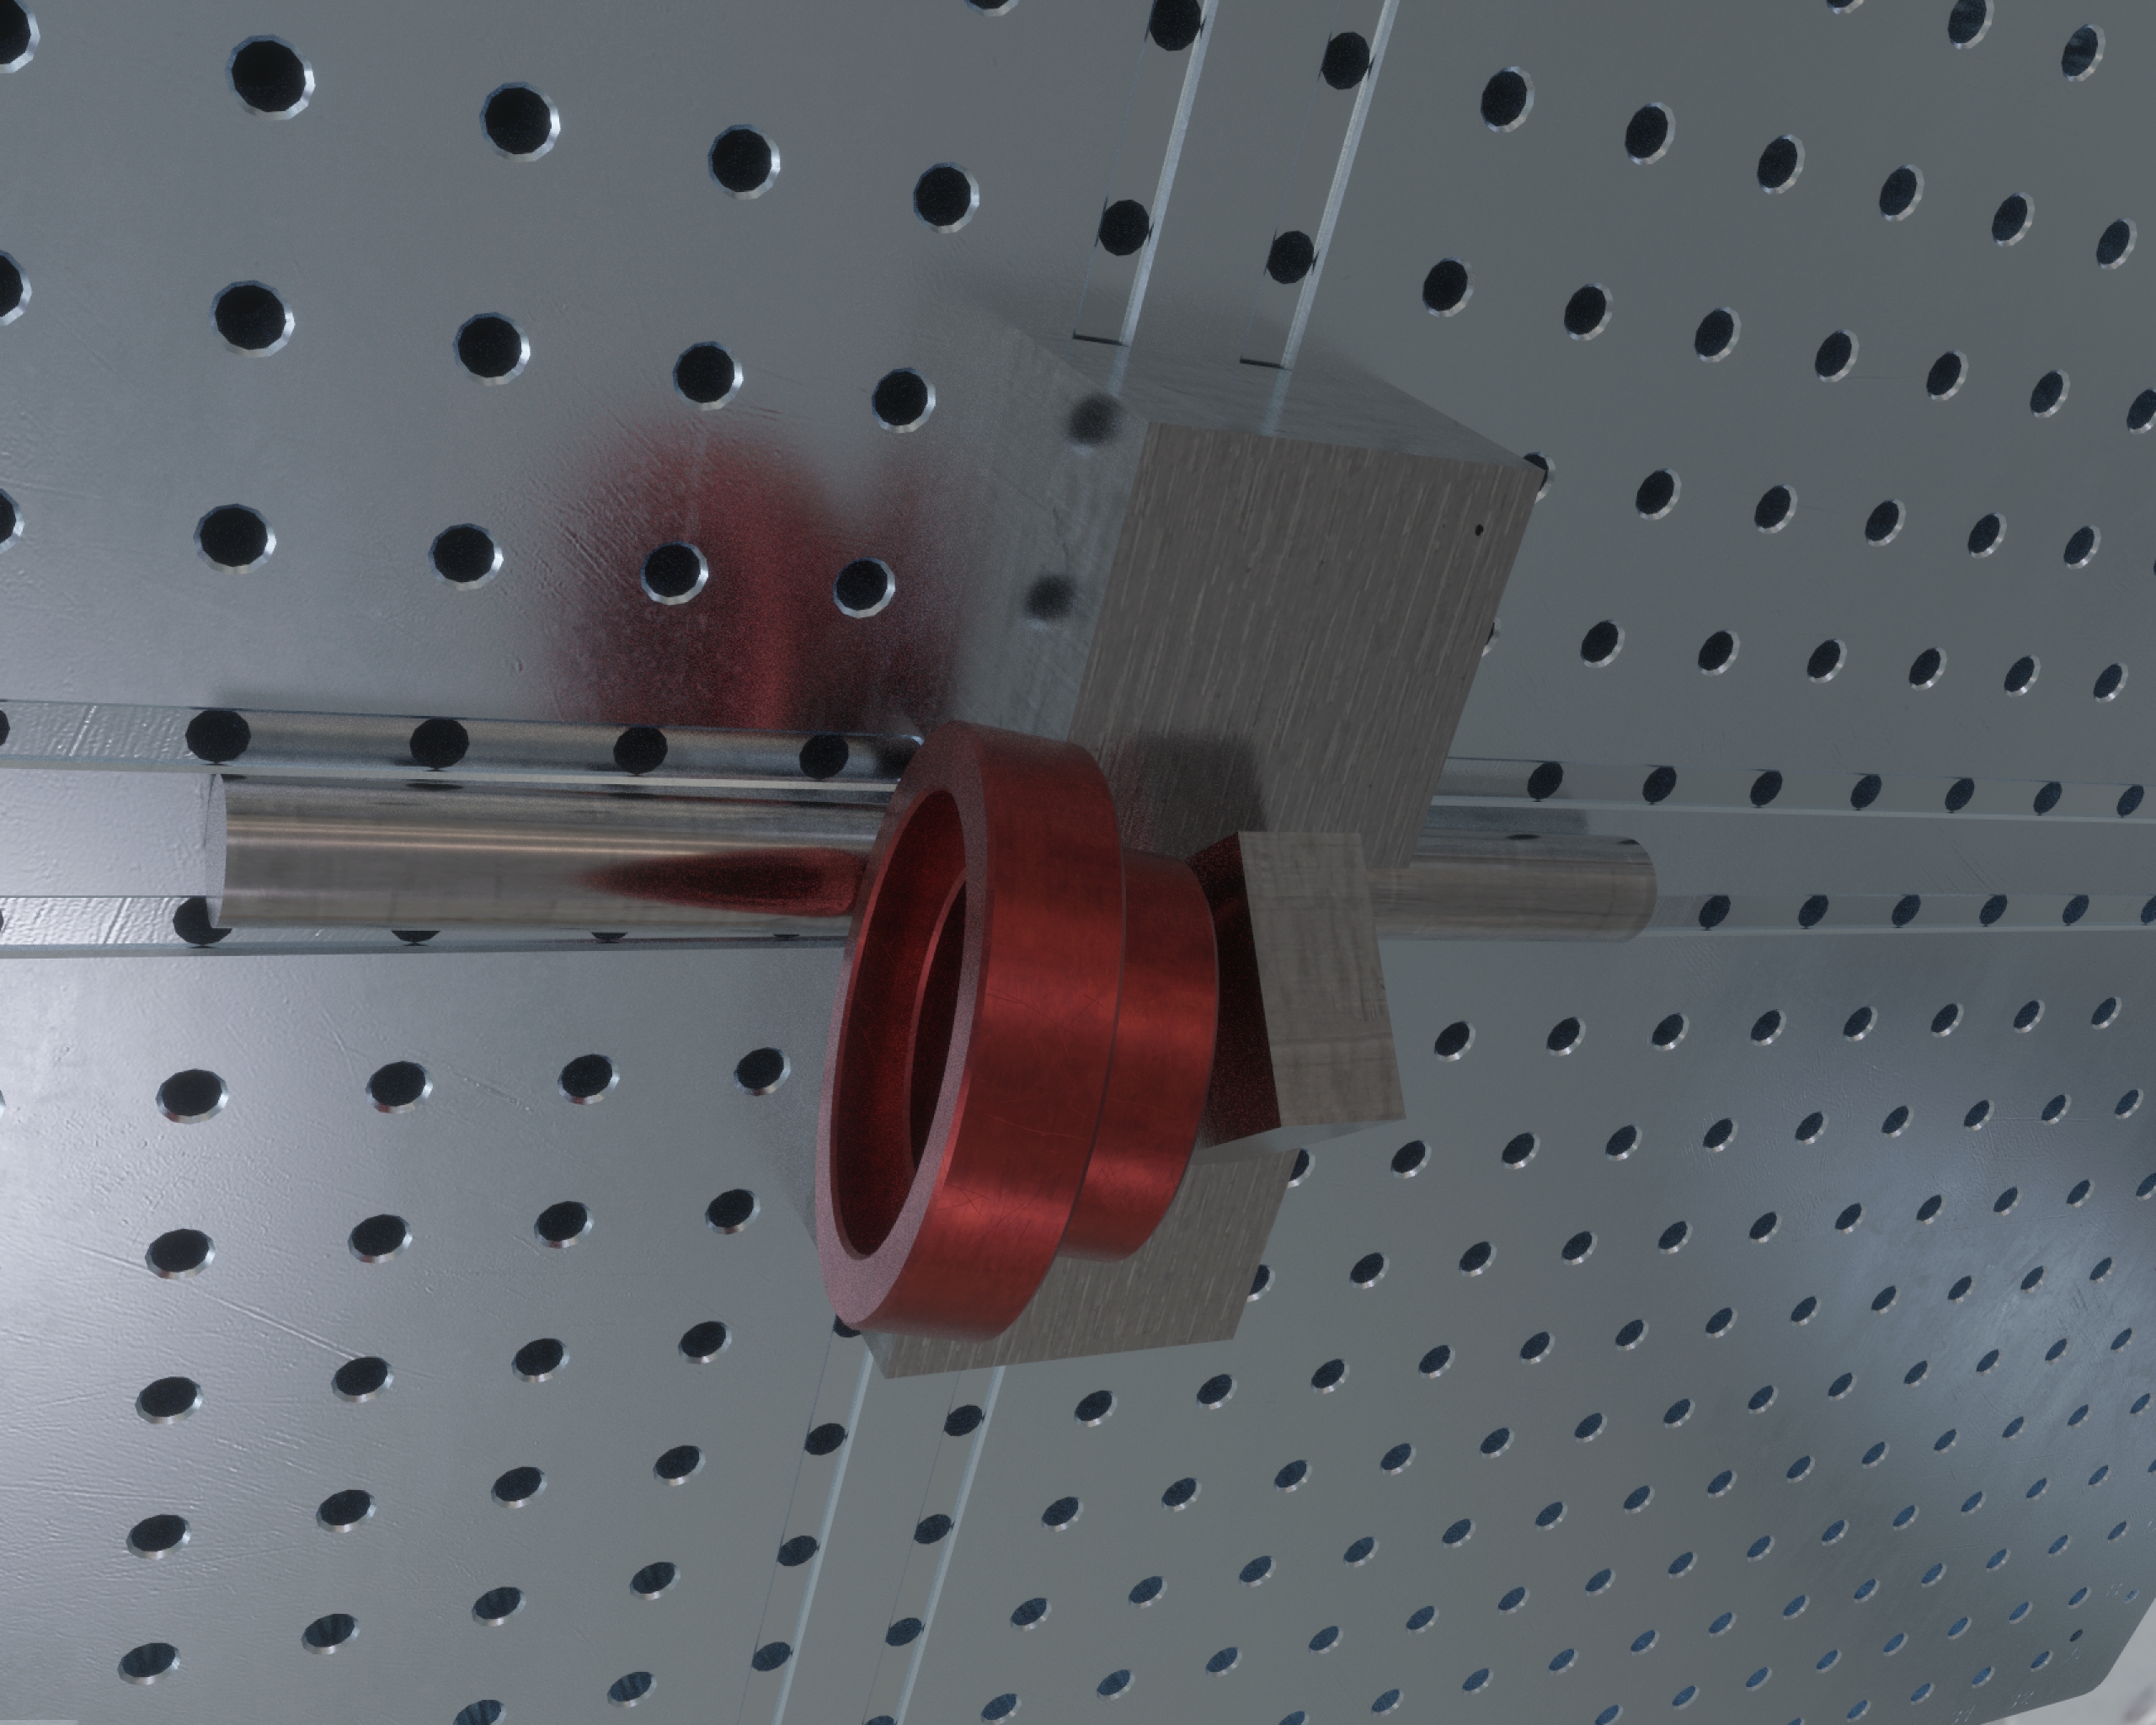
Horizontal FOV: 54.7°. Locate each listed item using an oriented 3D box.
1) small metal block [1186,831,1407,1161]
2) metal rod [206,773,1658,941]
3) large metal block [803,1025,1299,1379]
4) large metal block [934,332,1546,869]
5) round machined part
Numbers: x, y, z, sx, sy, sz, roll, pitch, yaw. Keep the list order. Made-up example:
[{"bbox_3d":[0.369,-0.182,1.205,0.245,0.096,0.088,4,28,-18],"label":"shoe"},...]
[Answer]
[{"bbox_3d":[0.029,0.025,0.370,0.025,0.050,0.050,1,74,-29],"label":"small metal block"},{"bbox_3d":[-0.007,0.002,0.409,0.303,0.025,0.025,2,118,-29],"label":"metal rod"},{"bbox_3d":[-0.003,0.054,0.427,0.081,0.050,0.079,1,118,-29],"label":"large metal block"},{"bbox_3d":[0.027,-0.046,0.381,0.081,0.050,0.079,0,118,-29],"label":"large metal block"},{"bbox_3d":[-0.009,0.029,0.339,0.042,0.098,0.097,11,114,-17],"label":"round machined part"}]
